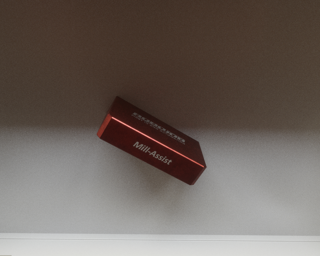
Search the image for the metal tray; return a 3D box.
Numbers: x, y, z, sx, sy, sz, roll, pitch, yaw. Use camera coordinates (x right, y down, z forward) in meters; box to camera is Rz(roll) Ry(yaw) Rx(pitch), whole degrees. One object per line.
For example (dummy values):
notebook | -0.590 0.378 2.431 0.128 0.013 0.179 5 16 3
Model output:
metal tray | -0.009 0.012 0.394 0.130 0.090 0.030 29 108 -11
